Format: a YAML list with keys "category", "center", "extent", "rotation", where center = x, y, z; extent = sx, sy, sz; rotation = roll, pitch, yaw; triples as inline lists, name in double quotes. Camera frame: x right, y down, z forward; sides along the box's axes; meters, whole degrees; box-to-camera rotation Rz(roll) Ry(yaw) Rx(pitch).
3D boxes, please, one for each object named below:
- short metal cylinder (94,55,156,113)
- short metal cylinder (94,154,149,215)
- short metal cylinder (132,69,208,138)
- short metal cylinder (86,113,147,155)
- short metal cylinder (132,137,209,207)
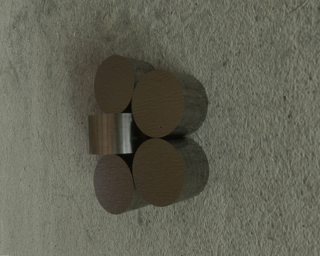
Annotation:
- category: "short metal cylinder"
  center: [-0.046, -0.057, 0.428]
  extent: [0.080, 0.050, 0.080]
  rotation: [0, 91, 41]
- category: "short metal cylinder"
  center: [-0.047, 0.074, 0.429]
  extent: [0.080, 0.050, 0.080]
  rotation: [0, 91, 41]
- category: "short metal cylinder"
  center: [0.011, -0.029, 0.380]
  extent: [0.080, 0.050, 0.080]
  rotation: [1, 91, 40]
- category: "short metal cylinder"
  center: [-0.058, 0.008, 0.419]
  extent: [0.080, 0.081, 0.050]
  rotation: [-4, 88, 40]
- category: "short metal cylinder"
  center: [0.012, 0.051, 0.379]
  extent: [0.080, 0.050, 0.080]
  rotation: [1, 91, 41]
